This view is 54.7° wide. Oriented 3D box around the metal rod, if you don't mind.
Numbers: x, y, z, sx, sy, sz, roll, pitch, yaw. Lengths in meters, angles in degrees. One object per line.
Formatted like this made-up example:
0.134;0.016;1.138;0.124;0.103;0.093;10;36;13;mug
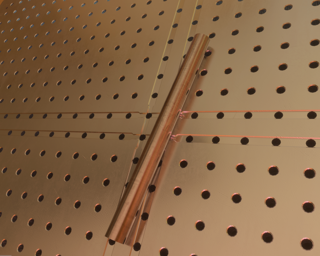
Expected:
0.005;-0.001;0.404;0.025;0.025;0.300;11;67;32;metal rod
